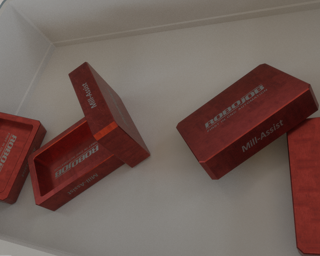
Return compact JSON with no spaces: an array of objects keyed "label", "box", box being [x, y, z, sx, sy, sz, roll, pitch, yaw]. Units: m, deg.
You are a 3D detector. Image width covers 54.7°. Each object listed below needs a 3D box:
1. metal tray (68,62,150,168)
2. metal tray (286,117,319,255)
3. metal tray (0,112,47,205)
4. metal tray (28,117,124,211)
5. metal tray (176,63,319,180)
[{"label":"metal tray","box":[-0.067,-0.018,0.408,0.030,0.090,0.130,-35,52,5]},{"label":"metal tray","box":[0.169,0.051,0.283,0.090,0.030,0.130,-6,59,24]},{"label":"metal tray","box":[-0.245,0.043,0.478,0.090,0.030,0.130,12,65,5]},{"label":"metal tray","box":[-0.119,0.044,0.436,0.130,0.030,0.090,-34,52,5]},{"label":"metal tray","box":[0.089,-0.012,0.342,0.130,0.030,0.090,-36,29,4]}]
